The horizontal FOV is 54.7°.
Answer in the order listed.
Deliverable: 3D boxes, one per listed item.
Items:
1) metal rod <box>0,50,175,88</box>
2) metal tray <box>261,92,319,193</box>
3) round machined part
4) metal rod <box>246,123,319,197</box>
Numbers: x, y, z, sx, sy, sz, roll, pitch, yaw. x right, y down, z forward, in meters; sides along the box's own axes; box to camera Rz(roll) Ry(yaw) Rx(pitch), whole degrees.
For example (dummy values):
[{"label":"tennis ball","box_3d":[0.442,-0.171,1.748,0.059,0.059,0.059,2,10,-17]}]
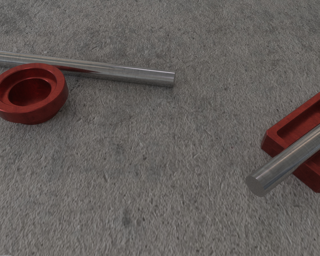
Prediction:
[{"label":"metal rod","box_3d":[-0.127,-0.093,0.480,0.302,0.025,0.025,8,51,6]},{"label":"metal tray","box_3d":[0.206,0.011,0.392,0.131,0.030,0.090,-31,57,-24]},{"label":"round machined part","box_3d":[-0.176,-0.043,0.427,0.099,0.042,0.098,0,50,0]},{"label":"metal rod","box_3d":[0.218,-0.009,0.372,0.302,0.025,0.025,-29,56,-23]}]
